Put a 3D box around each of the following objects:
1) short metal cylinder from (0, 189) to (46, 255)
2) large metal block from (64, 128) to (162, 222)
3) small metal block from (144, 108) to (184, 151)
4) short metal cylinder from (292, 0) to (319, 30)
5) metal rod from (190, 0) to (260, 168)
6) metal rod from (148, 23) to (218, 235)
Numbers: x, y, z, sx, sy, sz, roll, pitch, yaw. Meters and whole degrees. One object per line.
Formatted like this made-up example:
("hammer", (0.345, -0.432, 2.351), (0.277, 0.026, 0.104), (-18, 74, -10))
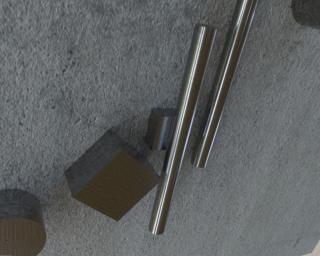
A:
("short metal cylinder", (-0.180, 0.119, 0.366), (0.081, 0.050, 0.079), (-14, 124, -21))
("large metal block", (-0.059, 0.061, 0.396), (0.080, 0.050, 0.080), (-44, 130, 2))
("small metal block", (0.011, 0.001, 0.414), (0.050, 0.025, 0.050), (-1, 119, -28))
("short metal cylinder", (0.224, -0.170, 0.408), (0.081, 0.050, 0.079), (-14, 124, -21))
("metal rod", (0.088, -0.077, 0.407), (0.025, 0.025, 0.298), (-2, 119, -28))
("metal rod", (0.023, 0.021, 0.399), (0.025, 0.025, 0.298), (-3, 120, -27))
